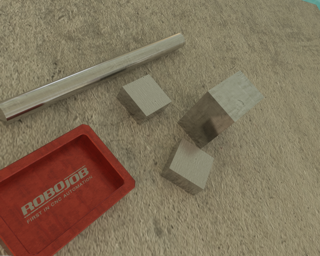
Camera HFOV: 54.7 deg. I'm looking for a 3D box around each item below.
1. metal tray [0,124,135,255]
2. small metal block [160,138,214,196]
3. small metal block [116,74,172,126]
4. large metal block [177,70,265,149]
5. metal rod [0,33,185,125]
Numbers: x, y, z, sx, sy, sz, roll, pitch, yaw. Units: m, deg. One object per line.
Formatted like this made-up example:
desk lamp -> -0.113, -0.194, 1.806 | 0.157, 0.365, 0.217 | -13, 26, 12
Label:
metal tray -> -0.100, 0.063, 0.308 | 0.090, 0.030, 0.131 | 49, 51, 6
small metal block -> 0.036, 0.049, 0.395 | 0.050, 0.025, 0.050 | 33, 51, -7
small metal block -> -0.021, -0.039, 0.417 | 0.050, 0.025, 0.050 | -33, 81, -38
large metal block -> 0.084, -0.025, 0.431 | 0.081, 0.080, 0.050 | -34, 81, -38
metal rod -> -0.067, -0.079, 0.416 | 0.302, 0.025, 0.025 | -33, 81, -38
